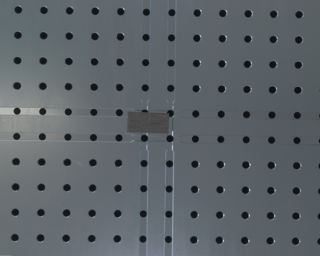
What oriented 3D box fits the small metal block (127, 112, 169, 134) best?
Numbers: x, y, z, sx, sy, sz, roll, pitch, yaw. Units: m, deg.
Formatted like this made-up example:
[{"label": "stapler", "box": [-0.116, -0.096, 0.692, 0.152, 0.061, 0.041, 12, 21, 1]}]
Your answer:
[{"label": "small metal block", "box": [-0.014, -0.007, 0.401, 0.050, 0.050, 0.025, 2, 90, 0]}]
